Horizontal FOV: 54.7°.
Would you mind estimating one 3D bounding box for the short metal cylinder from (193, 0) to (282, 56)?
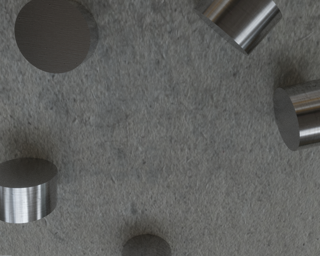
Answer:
[{"bbox_3d":[0.083,-0.124,0.336,0.080,0.080,0.050,37,106,-13],"label":"short metal cylinder"}]

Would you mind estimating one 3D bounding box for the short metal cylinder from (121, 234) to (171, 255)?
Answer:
[{"bbox_3d":[-0.021,0.212,0.474,0.081,0.050,0.079,0,110,-1],"label":"short metal cylinder"}]

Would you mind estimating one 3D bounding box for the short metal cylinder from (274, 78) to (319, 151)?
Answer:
[{"bbox_3d":[0.178,-0.016,0.377,0.050,0.080,0.080,-13,110,4],"label":"short metal cylinder"}]

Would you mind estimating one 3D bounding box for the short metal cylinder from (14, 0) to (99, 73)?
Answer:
[{"bbox_3d":[-0.115,-0.107,0.355,0.081,0.050,0.079,0,110,-1],"label":"short metal cylinder"}]

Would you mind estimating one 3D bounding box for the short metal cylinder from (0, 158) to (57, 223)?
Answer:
[{"bbox_3d":[-0.178,0.079,0.407,0.081,0.080,0.050,6,110,-3],"label":"short metal cylinder"}]
